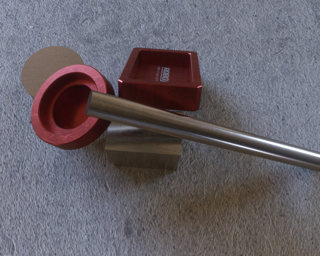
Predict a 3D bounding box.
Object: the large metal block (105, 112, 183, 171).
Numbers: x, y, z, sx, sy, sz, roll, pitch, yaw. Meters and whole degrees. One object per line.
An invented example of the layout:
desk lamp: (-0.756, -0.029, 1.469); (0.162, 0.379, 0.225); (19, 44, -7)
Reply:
large metal block: (-0.017, 0.016, 0.374); (0.081, 0.080, 0.050); (4, 70, 1)

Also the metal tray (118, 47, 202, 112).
metal tray: (0.003, -0.066, 0.391); (0.091, 0.030, 0.130); (4, 31, 1)

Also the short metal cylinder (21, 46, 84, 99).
short metal cylinder: (-0.136, -0.062, 0.417); (0.081, 0.050, 0.080); (0, 70, 0)

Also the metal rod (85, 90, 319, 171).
metal rod: (0.070, 0.010, 0.344); (0.302, 0.025, 0.025); (14, 69, -21)

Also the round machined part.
round machined part: (-0.095, -0.021, 0.360); (0.098, 0.042, 0.098); (-7, 68, 18)
